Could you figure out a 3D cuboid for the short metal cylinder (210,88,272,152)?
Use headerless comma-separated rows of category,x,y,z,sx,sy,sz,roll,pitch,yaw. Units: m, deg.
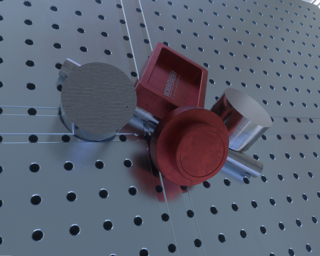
short metal cylinder,0.111,-0.012,0.444,0.080,0.050,0.080,24,33,-17

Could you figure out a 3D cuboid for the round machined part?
round machined part,0.041,0.025,0.369,0.099,0.042,0.097,-6,106,-21

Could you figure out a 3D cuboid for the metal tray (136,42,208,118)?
metal tray,0.018,-0.061,0.433,0.090,0.030,0.130,28,39,-10

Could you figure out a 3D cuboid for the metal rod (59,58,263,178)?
metal rod,0.009,-0.008,0.418,0.301,0.025,0.025,28,52,-11

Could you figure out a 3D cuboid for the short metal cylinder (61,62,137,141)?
short metal cylinder,-0.072,-0.028,0.355,0.081,0.050,0.080,4,77,-18
